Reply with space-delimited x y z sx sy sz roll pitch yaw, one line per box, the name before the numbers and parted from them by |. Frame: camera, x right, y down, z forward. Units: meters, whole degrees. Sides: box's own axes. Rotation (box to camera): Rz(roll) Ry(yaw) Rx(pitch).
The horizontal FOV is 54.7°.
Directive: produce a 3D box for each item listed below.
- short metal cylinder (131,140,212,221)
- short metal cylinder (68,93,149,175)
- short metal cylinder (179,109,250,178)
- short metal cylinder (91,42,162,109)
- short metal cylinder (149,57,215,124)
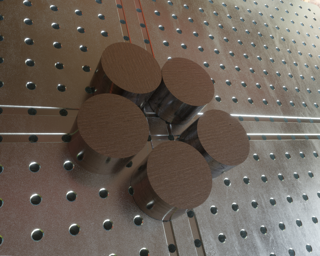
short metal cylinder | 0.013 0.061 0.360 0.081 0.050 0.080 13 56 -20
short metal cylinder | -0.059 0.007 0.355 0.081 0.050 0.080 13 56 -21
short metal cylinder | 0.072 0.022 0.416 0.081 0.050 0.080 13 57 -22
short metal cylinder | -0.045 -0.065 0.407 0.081 0.050 0.080 14 56 -21
short metal cylinder | 0.029 -0.052 0.438 0.081 0.050 0.080 13 57 -21
